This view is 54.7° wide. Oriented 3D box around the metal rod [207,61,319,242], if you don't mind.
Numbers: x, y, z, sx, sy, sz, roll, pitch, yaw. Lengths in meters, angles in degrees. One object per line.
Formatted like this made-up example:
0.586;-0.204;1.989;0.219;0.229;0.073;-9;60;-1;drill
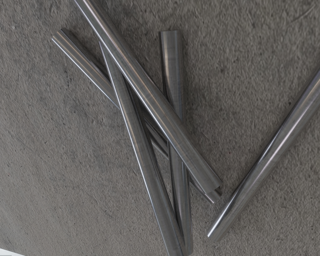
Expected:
0.122;0.047;0.371;0.025;0.025;0.298;28;128;10;metal rod

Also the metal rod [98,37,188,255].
-0.018;0.035;0.392;0.025;0.025;0.298;-13;98;33;metal rod

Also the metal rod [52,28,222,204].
-0.027;-0.013;0.413;0.300;0.025;0.025;46;129;-5;metal rod

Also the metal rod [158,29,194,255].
0.023;0.033;0.387;0.025;0.025;0.298;5;112;25;metal rod

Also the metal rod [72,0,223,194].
-0.025;-0.058;0.348;0.025;0.025;0.299;-36;87;38;metal rod
